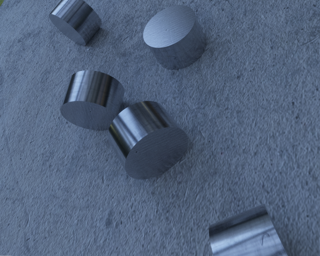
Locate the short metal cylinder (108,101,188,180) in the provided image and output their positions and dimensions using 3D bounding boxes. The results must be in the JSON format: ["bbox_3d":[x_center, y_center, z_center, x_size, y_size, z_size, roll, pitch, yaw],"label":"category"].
[{"bbox_3d":[-0.015,0.015,0.367,0.080,0.080,0.050,-39,51,2],"label":"short metal cylinder"}]

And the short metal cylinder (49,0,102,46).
[{"bbox_3d":[-0.156,-0.199,0.573,0.080,0.080,0.050,26,76,37],"label":"short metal cylinder"}]

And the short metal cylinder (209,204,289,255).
[{"bbox_3d":[0.081,0.111,0.258,0.050,0.080,0.080,-26,53,12],"label":"short metal cylinder"}]

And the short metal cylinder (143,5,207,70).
[{"bbox_3d":[0.023,-0.133,0.458,0.080,0.050,0.080,-13,56,21],"label":"short metal cylinder"}]

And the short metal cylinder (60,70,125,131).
[{"bbox_3d":[-0.095,-0.037,0.441,0.080,0.080,0.050,-7,59,25],"label":"short metal cylinder"}]
